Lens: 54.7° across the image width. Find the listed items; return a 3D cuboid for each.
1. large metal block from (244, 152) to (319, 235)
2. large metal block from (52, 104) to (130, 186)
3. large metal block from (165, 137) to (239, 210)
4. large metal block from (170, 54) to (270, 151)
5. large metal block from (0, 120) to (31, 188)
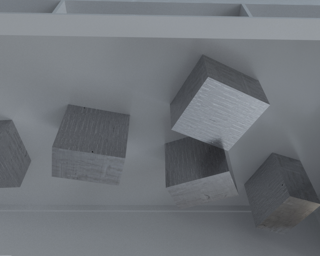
[{"bbox_3d":[0.176,0.097,0.458,0.050,0.080,0.079,17,128,-14],"label":"large metal block"},{"bbox_3d":[-0.084,0.020,0.389,0.081,0.080,0.050,10,129,-9],"label":"large metal block"},{"bbox_3d":[0.054,0.054,0.420,0.080,0.080,0.050,-17,128,14],"label":"large metal block"},{"bbox_3d":[0.067,-0.028,0.370,0.080,0.050,0.079,21,127,-17],"label":"large metal block"},{"bbox_3d":[-0.235,0.037,0.421,0.081,0.050,0.079,-3,130,1],"label":"large metal block"}]
